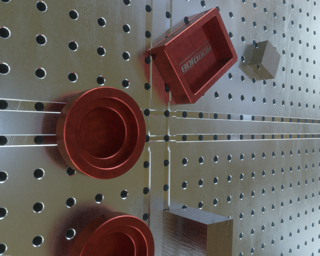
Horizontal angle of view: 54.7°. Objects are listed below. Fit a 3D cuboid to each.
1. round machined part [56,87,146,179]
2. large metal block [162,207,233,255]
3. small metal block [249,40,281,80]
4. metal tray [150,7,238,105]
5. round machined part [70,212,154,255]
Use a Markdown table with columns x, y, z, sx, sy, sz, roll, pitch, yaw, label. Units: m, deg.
| x | y | z | sx | sy | sz | roll | pitch | yaw | label |
| --- | --- | --- | --- | --- | --- | --- | --- | --- | --- |
| -0.067 | 0.005 | 0.342 | 0.099 | 0.042 | 0.097 | 0 | 90 | -40 | round machined part |
| 0.048 | 0.156 | 0.414 | 0.050 | 0.080 | 0.080 | 5 | 87 | -40 | large metal block |
| 0.195 | -0.124 | 0.572 | 0.050 | 0.025 | 0.050 | 33 | 70 | -35 | small metal block |
| 0.055 | -0.105 | 0.451 | 0.131 | 0.030 | 0.090 | -44 | 117 | -31 | metal tray |
| -0.057 | 0.144 | 0.350 | 0.099 | 0.042 | 0.097 | 0 | 90 | -40 | round machined part |
